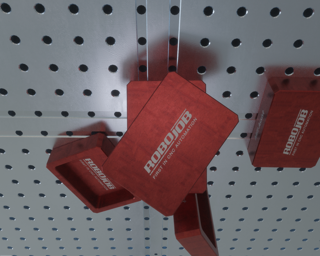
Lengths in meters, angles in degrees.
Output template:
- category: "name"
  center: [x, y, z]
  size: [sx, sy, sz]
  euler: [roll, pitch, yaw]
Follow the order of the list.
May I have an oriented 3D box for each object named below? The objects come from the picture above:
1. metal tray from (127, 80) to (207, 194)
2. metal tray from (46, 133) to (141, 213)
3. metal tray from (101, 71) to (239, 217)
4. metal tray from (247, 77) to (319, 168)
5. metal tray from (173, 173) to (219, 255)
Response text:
- category: "metal tray"
  center: [0.008, 0.010, 0.367]
  size: [0.090, 0.030, 0.129]
  euler: [-1, 90, 0]
- category: "metal tray"
  center: [-0.094, 0.073, 0.468]
  size: [0.090, 0.030, 0.130]
  euler: [-20, 128, 16]
- category: "metal tray"
  center: [0.011, 0.016, 0.336]
  size: [0.090, 0.030, 0.130]
  euler: [35, 90, 0]
- category: "metal tray"
  center: [0.175, -0.002, 0.407]
  size: [0.090, 0.030, 0.129]
  euler: [1, 130, -1]
- category: "metal tray"
  center: [0.045, 0.101, 0.422]
  size: [0.030, 0.130, 0.090]
  euler: [-17, 135, 14]
